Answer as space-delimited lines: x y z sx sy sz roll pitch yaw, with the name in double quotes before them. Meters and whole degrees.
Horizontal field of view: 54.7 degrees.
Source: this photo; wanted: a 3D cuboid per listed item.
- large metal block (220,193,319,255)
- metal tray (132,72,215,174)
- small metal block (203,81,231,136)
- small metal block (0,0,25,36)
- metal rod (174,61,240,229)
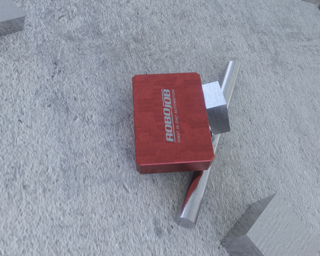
"large metal block" 0.135 0.141 0.377 0.081 0.050 0.080 -34 81 -38
"metal tray" 0.013 -0.010 0.393 0.091 0.030 0.130 -3 61 -4
"small metal block" 0.075 -0.027 0.420 0.025 0.050 0.050 -14 43 7
"small metal block" -0.205 -0.140 0.380 0.050 0.025 0.050 -35 82 -39
"metal rod" 0.078 0.001 0.446 0.025 0.025 0.301 31 51 -9
